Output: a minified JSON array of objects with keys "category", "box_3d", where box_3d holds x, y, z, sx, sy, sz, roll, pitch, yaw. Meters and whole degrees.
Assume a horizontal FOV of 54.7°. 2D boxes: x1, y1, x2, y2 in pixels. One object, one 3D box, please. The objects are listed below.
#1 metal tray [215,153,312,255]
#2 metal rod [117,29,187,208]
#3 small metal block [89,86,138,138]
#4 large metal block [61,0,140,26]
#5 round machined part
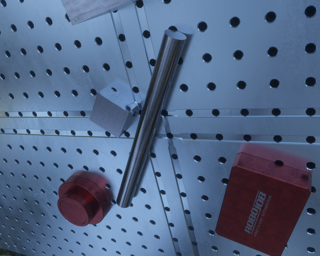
[{"category":"metal tray","box_3d":[0.129,0.103,0.403,0.090,0.030,0.129,17,125,18]},{"category":"metal rod","box_3d":[-0.022,0.011,0.427,0.025,0.025,0.298,27,128,11]},{"category":"small metal block","box_3d":[-0.065,-0.022,0.430,0.050,0.025,0.050,32,128,6]},{"category":"large metal block","box_3d":[-0.045,-0.147,0.307,0.080,0.080,0.050,-9,114,32]},{"category":"round machined part","box_3d":[-0.145,0.138,0.559,0.098,0.042,0.097,13,124,20]}]
